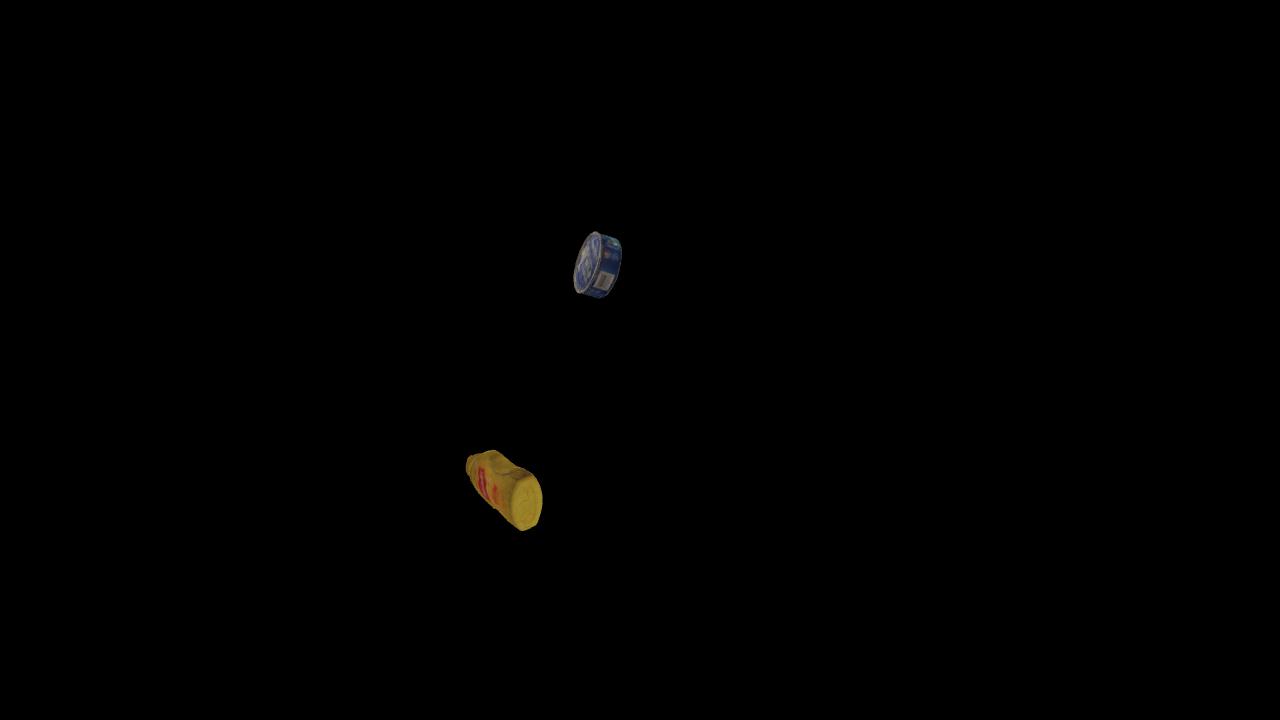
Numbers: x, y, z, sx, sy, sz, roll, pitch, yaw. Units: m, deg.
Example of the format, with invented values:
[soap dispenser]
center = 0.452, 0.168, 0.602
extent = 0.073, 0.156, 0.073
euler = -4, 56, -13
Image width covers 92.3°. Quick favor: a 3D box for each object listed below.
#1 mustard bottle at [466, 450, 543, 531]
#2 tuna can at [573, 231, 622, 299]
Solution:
[mustard bottle]
center = -0.223, 0.189, 0.964
extent = 0.054, 0.092, 0.184
euler = -22, 28, -36
[tuna can]
center = -0.056, -0.125, 0.813
extent = 0.034, 0.084, 0.084
euler = 13, -6, -26
